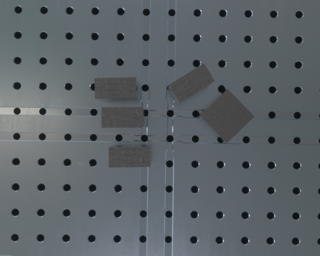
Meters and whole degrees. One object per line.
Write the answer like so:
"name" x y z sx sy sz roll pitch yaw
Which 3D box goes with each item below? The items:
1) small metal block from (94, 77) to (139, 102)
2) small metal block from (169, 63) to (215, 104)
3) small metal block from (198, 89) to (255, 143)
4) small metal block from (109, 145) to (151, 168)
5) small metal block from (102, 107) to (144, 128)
"small metal block" -0.054 -0.049 0.401 0.050 0.050 0.025 -1 90 0
"small metal block" 0.039 -0.055 0.401 0.050 0.050 0.025 -32 90 0
"small metal block" 0.087 -0.015 0.414 0.050 0.025 0.050 -44 90 0
"small metal block" -0.037 0.035 0.401 0.050 0.050 0.025 -1 90 0
"small metal block" -0.046 -0.013 0.401 0.050 0.050 0.025 0 90 0
